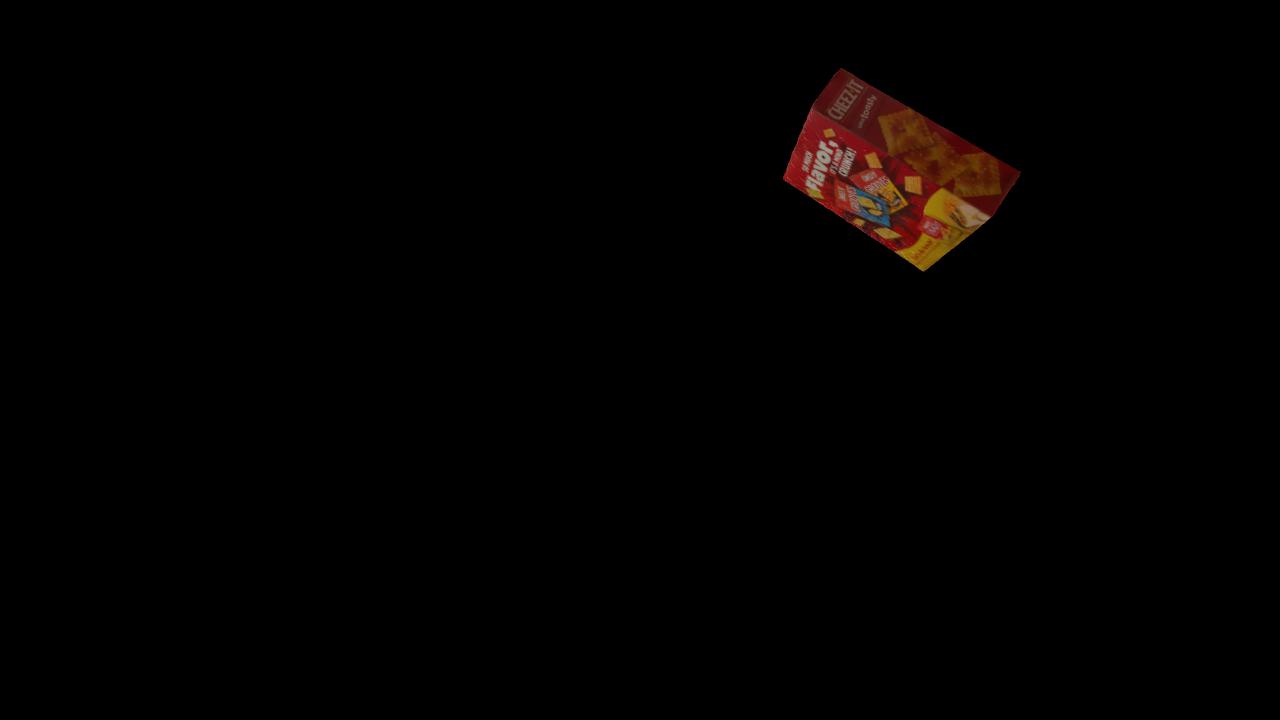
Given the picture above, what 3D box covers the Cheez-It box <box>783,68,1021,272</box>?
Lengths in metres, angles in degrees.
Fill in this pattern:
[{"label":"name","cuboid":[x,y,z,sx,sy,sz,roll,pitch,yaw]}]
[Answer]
[{"label":"Cheez-It box","cuboid":[0.289,-0.215,0.722,0.223,0.071,0.166,35,-8,8]}]
